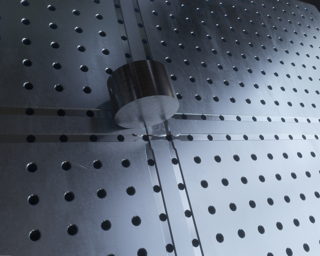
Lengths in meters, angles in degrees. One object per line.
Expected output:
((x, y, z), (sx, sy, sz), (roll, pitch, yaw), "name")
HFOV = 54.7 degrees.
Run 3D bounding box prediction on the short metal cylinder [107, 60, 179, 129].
((-0.022, -0.040, 0.387), (0.081, 0.080, 0.050), (-2, 63, -30), "short metal cylinder")
